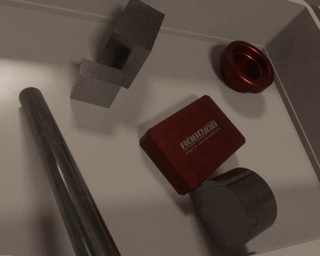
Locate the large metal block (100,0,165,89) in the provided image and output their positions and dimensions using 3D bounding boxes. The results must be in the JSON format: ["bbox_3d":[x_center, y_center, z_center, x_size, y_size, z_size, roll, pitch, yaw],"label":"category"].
[{"bbox_3d":[-0.041,-0.114,0.419,0.050,0.080,0.080,26,53,-13],"label":"large metal block"}]

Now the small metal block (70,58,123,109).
[{"bbox_3d":[-0.078,-0.053,0.381,0.050,0.050,0.025,14,56,-21],"label":"small metal block"}]

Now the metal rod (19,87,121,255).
[{"bbox_3d":[-0.074,0.043,0.247,0.025,0.025,0.300,-6,35,-31],"label":"metal rod"}]

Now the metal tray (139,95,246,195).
[{"bbox_3d":[0.048,0.018,0.419,0.131,0.030,0.090,-33,80,-38],"label":"metal tray"}]

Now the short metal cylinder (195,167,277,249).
[{"bbox_3d":[0.087,0.092,0.363,0.050,0.080,0.080,-16,70,-35],"label":"short metal cylinder"}]

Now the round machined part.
[{"bbox_3d":[0.145,-0.100,0.536,0.099,0.042,0.098,14,56,-21],"label":"round machined part"}]
